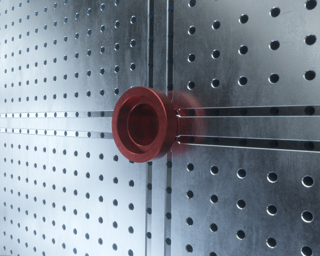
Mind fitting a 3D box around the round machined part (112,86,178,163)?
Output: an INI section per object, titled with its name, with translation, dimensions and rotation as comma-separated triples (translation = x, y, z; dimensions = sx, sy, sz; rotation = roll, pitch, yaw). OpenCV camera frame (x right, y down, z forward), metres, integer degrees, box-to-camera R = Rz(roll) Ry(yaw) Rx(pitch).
[round machined part]
translation = -0.016, -0.004, 0.412
dimensions = 0.098, 0.042, 0.097
rotation = 0, 90, 40
